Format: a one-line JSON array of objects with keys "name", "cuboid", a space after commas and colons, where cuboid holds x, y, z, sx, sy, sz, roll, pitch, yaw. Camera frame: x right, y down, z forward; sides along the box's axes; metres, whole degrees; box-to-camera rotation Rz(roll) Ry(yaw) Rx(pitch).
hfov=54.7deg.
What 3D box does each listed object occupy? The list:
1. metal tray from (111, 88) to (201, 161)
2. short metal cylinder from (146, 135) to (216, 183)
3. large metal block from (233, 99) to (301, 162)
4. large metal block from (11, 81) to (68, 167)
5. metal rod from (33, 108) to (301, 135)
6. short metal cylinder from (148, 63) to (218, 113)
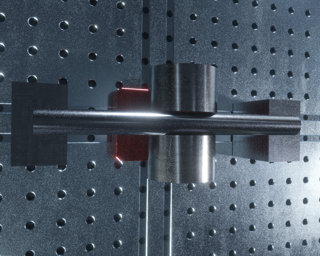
[{"name": "metal tray", "cuboid": [0.004, -0.003, 0.411, 0.131, 0.030, 0.089, 1, 90, -20]}, {"name": "short metal cylinder", "cuboid": [0.024, 0.032, 0.360, 0.081, 0.080, 0.050, 1, 90, -20]}, {"name": "large metal block", "cuboid": [0.147, 0.003, 0.436, 0.050, 0.080, 0.080, 1, 90, -20]}, {"name": "large metal block", "cuboid": [-0.129, -0.004, 0.335, 0.050, 0.080, 0.080, 1, 90, -20]}, {"name": "metal rod", "cuboid": [0.026, -0.005, 0.336, 0.302, 0.025, 0.025, 1, 90, -20]}, {"name": "short metal cylinder", "cuboid": [0.026, -0.043, 0.361, 0.081, 0.080, 0.050, 1, 90, -20]}]
